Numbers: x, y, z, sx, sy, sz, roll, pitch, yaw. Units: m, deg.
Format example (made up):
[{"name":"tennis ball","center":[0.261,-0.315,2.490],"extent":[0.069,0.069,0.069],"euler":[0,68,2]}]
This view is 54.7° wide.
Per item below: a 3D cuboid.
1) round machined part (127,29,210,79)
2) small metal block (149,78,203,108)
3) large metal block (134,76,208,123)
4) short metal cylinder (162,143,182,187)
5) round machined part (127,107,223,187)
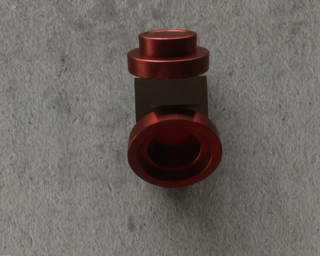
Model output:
[{"name":"round machined part","center":[0.010,-0.092,0.371],"extent":[0.099,0.098,0.042],"euler":[-2,115,-1]},{"name":"small metal block","center":[0.015,-0.034,0.318],"extent":[0.050,0.050,0.025],"euler":[-3,90,0]},{"name":"large metal block","center":[0.012,-0.032,0.383],"extent":[0.081,0.080,0.050],"euler":[-2,90,-1]},{"name":"short metal cylinder","center":[0.013,0.033,0.400],"extent":[0.081,0.050,0.079],"euler":[0,90,-1]},{"name":"round machined part","center":[0.015,0.017,0.337],"extent":[0.099,0.042,0.097],"euler":[-1,129,-1]}]
